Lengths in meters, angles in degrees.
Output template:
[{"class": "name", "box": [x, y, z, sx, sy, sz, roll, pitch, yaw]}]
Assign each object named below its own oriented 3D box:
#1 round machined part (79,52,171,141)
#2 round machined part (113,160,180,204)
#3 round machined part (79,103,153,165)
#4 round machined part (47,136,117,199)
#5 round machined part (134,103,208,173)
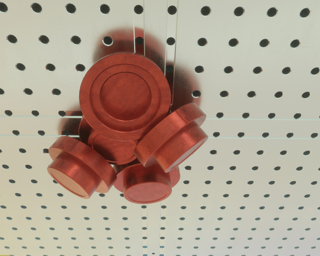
[{"class": "round machined part", "box": [-0.039, -0.038, 0.353, 0.099, 0.042, 0.097, -2, 109, -5]}, {"class": "round machined part", "box": [-0.019, 0.077, 0.450, 0.099, 0.042, 0.097, -5, 142, -4]}, {"class": "round machined part", "box": [-0.057, 0.011, 0.407, 0.099, 0.042, 0.097, -1, 130, 0]}, {"class": "round machined part", "box": [-0.111, 0.059, 0.418, 0.098, 0.042, 0.097, 24, 148, 17]}, {"class": "round machined part", "box": [0.020, 0.017, 0.377, 0.042, 0.099, 0.097, 50, 123, 13]}]
